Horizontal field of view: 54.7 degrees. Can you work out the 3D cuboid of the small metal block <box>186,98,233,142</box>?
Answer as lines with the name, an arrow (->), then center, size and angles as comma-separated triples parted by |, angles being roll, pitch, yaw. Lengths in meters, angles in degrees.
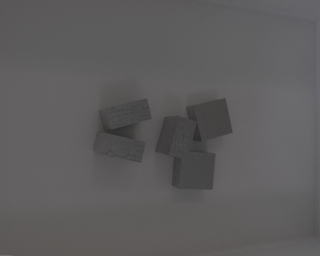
small metal block -> 0.069, -0.012, 0.436 | 0.050, 0.025, 0.050 | -15, 95, -20

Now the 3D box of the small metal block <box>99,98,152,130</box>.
small metal block -> -0.044, -0.017, 0.381 | 0.050, 0.050, 0.025 | -16, 96, -19

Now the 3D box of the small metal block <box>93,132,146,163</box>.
small metal block -> -0.051, 0.023, 0.378 | 0.050, 0.050, 0.025 | 14, 86, -20

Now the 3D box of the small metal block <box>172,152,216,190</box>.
small metal block -> 0.046, 0.057, 0.428 | 0.050, 0.025, 0.050 | 6, 88, -20

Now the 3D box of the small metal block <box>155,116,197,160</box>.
small metal block -> 0.020, 0.012, 0.404 | 0.025, 0.050, 0.050 | 17, 84, -19
